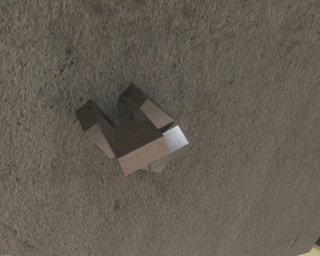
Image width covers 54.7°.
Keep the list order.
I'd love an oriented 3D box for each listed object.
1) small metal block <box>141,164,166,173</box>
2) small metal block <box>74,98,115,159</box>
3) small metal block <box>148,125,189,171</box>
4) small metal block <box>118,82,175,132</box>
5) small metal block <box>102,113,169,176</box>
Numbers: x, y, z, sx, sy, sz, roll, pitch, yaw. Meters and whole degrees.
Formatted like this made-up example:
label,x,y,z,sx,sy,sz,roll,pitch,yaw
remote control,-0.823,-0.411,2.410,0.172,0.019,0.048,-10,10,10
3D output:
label,x,y,z,sx,sy,sz,roll,pitch,yaw
small metal block,-0.012,0.030,0.422,0.050,0.025,0.050,17,109,-35
small metal block,-0.068,0.001,0.357,0.025,0.050,0.050,-39,130,-3
small metal block,0.004,0.026,0.380,0.050,0.025,0.050,-28,166,-11
small metal block,-0.016,-0.023,0.371,0.025,0.050,0.050,-49,129,6
small metal block,-0.026,0.016,0.324,0.050,0.050,0.025,-26,128,-13
